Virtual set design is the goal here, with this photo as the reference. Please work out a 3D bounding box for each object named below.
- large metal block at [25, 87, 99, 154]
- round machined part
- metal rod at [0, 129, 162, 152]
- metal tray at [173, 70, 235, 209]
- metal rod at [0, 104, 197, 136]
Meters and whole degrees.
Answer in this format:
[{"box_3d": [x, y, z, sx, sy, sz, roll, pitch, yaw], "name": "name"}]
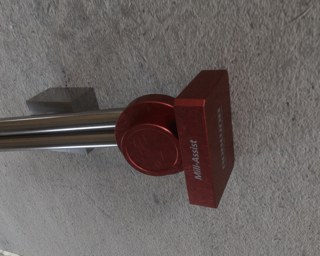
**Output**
[{"box_3d": [-0.133, -0.012, 0.448, 0.080, 0.050, 0.079, 3, 120, 26], "name": "large metal block"}, {"box_3d": [-0.004, 0.015, 0.344, 0.098, 0.042, 0.097, 7, 122, 11], "name": "round machined part"}, {"box_3d": [-0.087, 0.014, 0.403, 0.301, 0.025, 0.025, -3, 118, 15], "name": "metal rod"}, {"box_3d": [0.054, 0.011, 0.343, 0.030, 0.090, 0.129, 4, 120, 26], "name": "metal tray"}, {"box_3d": [-0.091, -0.010, 0.390, 0.301, 0.025, 0.025, -4, 117, 15], "name": "metal rod"}]
